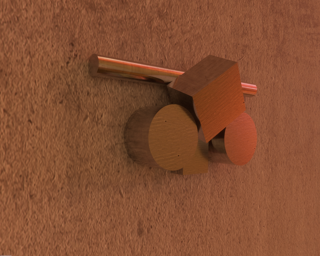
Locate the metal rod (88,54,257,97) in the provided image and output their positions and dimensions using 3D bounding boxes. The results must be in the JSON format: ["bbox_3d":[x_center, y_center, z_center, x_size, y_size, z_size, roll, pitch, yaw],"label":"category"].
[{"bbox_3d":[0.042,-0.068,0.441,0.302,0.025,0.025,1,90,-40],"label":"metal rod"}]

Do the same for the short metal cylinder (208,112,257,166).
[{"bbox_3d":[0.105,0.016,0.478,0.081,0.050,0.079,0,90,-40],"label":"short metal cylinder"}]

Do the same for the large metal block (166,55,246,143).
[{"bbox_3d":[0.066,-0.040,0.422,0.080,0.050,0.080,-38,131,-19],"label":"large metal block"}]

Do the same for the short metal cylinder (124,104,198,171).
[{"bbox_3d":[0.002,0.011,0.391,0.081,0.050,0.079,0,90,-40],"label":"short metal cylinder"}]

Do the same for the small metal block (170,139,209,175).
[{"bbox_3d":[0.043,0.039,0.443,0.050,0.025,0.050,2,89,-40],"label":"small metal block"}]
